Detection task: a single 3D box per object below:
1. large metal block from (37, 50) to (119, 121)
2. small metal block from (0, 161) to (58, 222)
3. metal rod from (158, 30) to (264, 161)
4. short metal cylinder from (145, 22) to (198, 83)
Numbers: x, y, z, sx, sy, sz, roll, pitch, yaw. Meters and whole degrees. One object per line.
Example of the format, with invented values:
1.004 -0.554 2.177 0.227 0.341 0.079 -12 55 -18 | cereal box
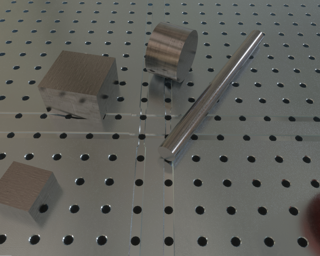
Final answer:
-0.112 -0.061 0.442 0.080 0.050 0.080 10 51 7 | large metal block
-0.152 0.070 0.347 0.050 0.025 0.050 13 51 10 | small metal block
0.089 -0.065 0.462 0.025 0.025 0.301 26 54 20 | metal rod
0.019 -0.114 0.468 0.050 0.080 0.080 21 53 16 | short metal cylinder
